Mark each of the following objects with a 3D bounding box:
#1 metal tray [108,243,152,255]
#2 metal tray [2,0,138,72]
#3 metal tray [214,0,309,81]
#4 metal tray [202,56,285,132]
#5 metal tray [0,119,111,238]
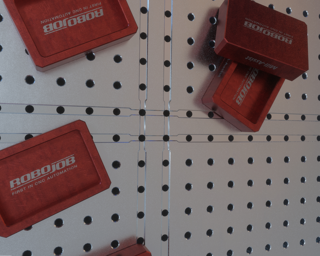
[{"bbox_3d":[-0.066,0.213,0.386,0.131,0.030,0.089,-16,96,-20],"label":"metal tray"},{"bbox_3d":[-0.104,-0.133,0.371,0.131,0.030,0.090,-27,99,-18],"label":"metal tray"},{"bbox_3d":[0.146,-0.129,0.442,0.131,0.030,0.090,16,65,-12],"label":"metal tray"},{"bbox_3d":[0.132,-0.070,0.460,0.090,0.030,0.130,33,79,-17],"label":"metal tray"},{"bbox_3d":[-0.135,0.054,0.360,0.131,0.030,0.090,-24,98,-19],"label":"metal tray"}]
